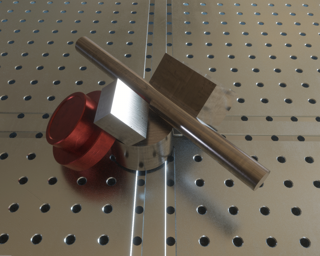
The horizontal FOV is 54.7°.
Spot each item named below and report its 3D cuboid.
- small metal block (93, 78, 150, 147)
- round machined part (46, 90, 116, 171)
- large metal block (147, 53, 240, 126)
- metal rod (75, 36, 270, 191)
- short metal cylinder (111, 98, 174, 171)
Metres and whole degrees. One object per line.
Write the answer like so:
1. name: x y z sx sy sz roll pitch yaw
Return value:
1. small metal block: -0.039 -0.016 0.332 0.025 0.050 0.050 -27 42 32
2. round machined part: -0.094 -0.003 0.360 0.098 0.042 0.098 -24 48 30
3. large metal block: 0.044 -0.047 0.399 0.080 0.050 0.080 39 17 27
4. metal rod: -0.005 -0.033 0.366 0.025 0.025 0.300 -36 59 -26
5. short metal cylinder: -0.023 0.005 0.381 0.081 0.050 0.080 0 50 0
